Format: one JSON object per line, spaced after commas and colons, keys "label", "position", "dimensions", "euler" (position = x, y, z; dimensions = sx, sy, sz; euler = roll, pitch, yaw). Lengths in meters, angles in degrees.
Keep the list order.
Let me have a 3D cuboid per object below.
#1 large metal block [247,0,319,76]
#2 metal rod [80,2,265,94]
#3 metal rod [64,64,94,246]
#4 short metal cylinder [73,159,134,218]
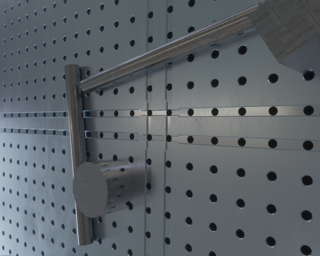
{"label": "large metal block", "position": [0.136, -0.093, 0.261], "dimensions": [0.080, 0.081, 0.050], "euler": [-38, 67, 33]}
{"label": "metal rod", "position": [-0.007, -0.093, 0.414], "dimensions": [0.300, 0.025, 0.025], "euler": [-12, 82, 39]}
{"label": "metal rod", "position": [-0.137, 0.042, 0.521], "dimensions": [0.025, 0.025, 0.298], "euler": [-10, 84, 39]}
{"label": "short metal cylinder", "position": [-0.086, 0.088, 0.464], "dimensions": [0.080, 0.050, 0.079], "euler": [0, 90, 40]}
